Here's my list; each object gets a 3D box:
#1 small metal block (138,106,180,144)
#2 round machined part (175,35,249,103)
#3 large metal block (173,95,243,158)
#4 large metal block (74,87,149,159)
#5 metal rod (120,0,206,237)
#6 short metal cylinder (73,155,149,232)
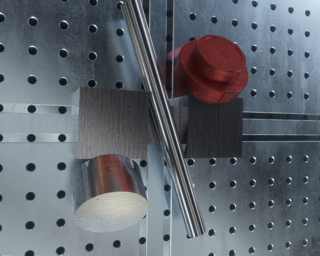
[{"bbox_3d":[-0.002,-0.004,0.412,0.050,0.025,0.050,1,90,-20],"label":"small metal block"},{"bbox_3d":[0.072,-0.083,0.404,0.099,0.042,0.098,10,52,-13],"label":"round machined part"},{"bbox_3d":[0.064,-0.001,0.424,0.081,0.050,0.080,1,90,-20],"label":"large metal block"},{"bbox_3d":[-0.060,-0.005,0.378,0.081,0.050,0.080,2,89,-20],"label":"large metal block"},{"bbox_3d":[0.006,-0.007,0.387,0.025,0.025,0.298,-18,96,-19],"label":"metal rod"},{"bbox_3d":[-0.057,0.076,0.356,0.081,0.050,0.080,-10,135,-9],"label":"short metal cylinder"}]
